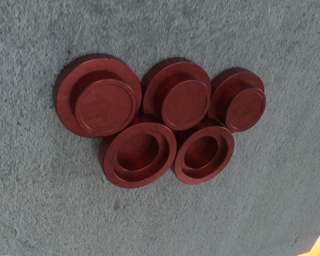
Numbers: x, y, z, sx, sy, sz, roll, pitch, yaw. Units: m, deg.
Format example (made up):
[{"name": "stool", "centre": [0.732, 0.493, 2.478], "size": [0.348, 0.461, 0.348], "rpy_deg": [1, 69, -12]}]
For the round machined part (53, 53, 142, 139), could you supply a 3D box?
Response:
[{"name": "round machined part", "centre": [-0.065, -0.030, 0.345], "size": [0.099, 0.042, 0.097], "rpy_deg": [-14, 125, -21]}]

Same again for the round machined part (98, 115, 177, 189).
[{"name": "round machined part", "centre": [-0.031, 0.026, 0.398], "size": [0.099, 0.042, 0.097], "rpy_deg": [-14, 125, -21]}]

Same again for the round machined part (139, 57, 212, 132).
[{"name": "round machined part", "centre": [0.024, -0.036, 0.390], "size": [0.099, 0.042, 0.097], "rpy_deg": [-14, 125, -21]}]

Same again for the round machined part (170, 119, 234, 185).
[{"name": "round machined part", "centre": [0.054, 0.030, 0.448], "size": [0.099, 0.042, 0.097], "rpy_deg": [-14, 125, -21]}]

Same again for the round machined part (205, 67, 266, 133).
[{"name": "round machined part", "centre": [0.110, -0.033, 0.439], "size": [0.099, 0.042, 0.097], "rpy_deg": [-14, 125, -21]}]
